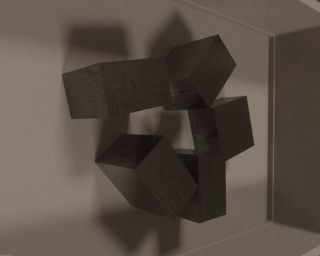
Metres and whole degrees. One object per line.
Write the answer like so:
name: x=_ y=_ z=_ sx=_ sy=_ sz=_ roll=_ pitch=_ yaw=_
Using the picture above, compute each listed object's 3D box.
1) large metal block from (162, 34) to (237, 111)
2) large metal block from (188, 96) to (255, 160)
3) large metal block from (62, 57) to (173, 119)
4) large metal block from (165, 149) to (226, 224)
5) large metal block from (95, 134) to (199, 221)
large metal block: x=0.040 y=-0.069 z=0.406 sx=0.050 sy=0.080 sz=0.080 roll=50 pitch=61 yaw=-29
large metal block: x=0.094 y=0.000 z=0.472 sx=0.081 sy=0.050 sz=0.079 roll=-20 pitch=103 yaw=-38
large metal block: x=-0.046 y=-0.042 z=0.333 sx=0.081 sy=0.080 sz=0.050 roll=-16 pitch=101 yaw=-39
large metal block: x=0.038 y=0.070 z=0.405 sx=0.050 sy=0.080 sz=0.079 roll=-2 pitch=91 yaw=-41
large metal block: x=-0.016 y=0.054 z=0.360 sx=0.050 sy=0.080 sz=0.080 roll=-48 pitch=119 yaw=-29
